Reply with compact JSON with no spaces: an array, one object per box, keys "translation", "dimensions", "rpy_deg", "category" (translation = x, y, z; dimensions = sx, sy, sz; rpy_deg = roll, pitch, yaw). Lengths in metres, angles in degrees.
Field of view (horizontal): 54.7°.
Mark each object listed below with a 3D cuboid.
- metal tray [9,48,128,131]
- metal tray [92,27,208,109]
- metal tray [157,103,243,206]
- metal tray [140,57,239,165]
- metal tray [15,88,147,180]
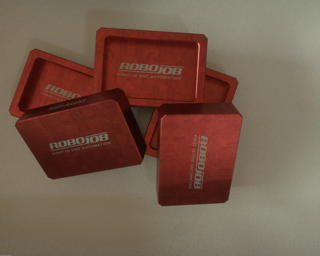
[{"translation":[-0.115,-0.038,0.404],"dimensions":[0.131,0.030,0.090],"rpy_deg":[20,90,-1],"category":"metal tray"},{"translation":[-0.012,-0.069,0.377],"dimensions":[0.131,0.030,0.089],"rpy_deg":[4,90,-1],"category":"metal tray"},{"translation":[0.043,0.034,0.376],"dimensions":[0.091,0.030,0.129],"rpy_deg":[-1,119,-6],"category":"metal tray"},{"translation":[0.037,-0.016,0.408],"dimensions":[0.090,0.030,0.129],"rpy_deg":[19,90,-1],"category":"metal tray"},{"translation":[-0.092,0.011,0.372],"dimensions":[0.130,0.030,0.090],"rpy_deg":[-12,120,15],"category":"metal tray"}]
